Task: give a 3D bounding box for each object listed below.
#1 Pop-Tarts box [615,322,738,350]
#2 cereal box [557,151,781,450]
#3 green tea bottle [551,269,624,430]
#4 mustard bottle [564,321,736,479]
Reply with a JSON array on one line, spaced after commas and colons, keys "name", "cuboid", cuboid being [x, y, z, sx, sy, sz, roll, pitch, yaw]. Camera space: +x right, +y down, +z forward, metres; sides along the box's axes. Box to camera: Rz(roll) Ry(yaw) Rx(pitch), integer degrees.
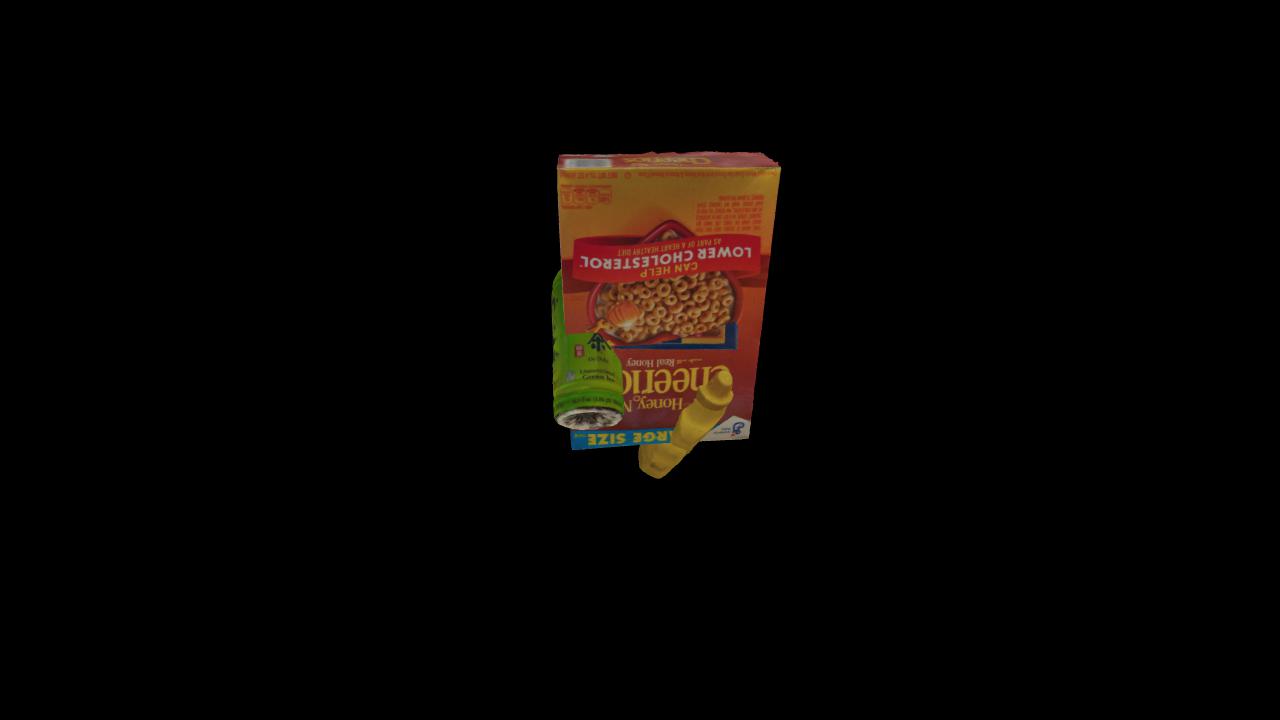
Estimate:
[{"name": "Pop-Tarts box", "cuboid": [0.027, -0.051, 0.688, 0.141, 0.083, 0.167, 0, 1, -2]}, {"name": "cereal box", "cuboid": [0.023, -0.051, 0.634, 0.203, 0.306, 0.081, -2, 29, -6]}, {"name": "green tea bottle", "cuboid": [-0.057, -0.036, 0.638, 0.073, 0.212, 0.073, -4, -25, -2]}, {"name": "mustard bottle", "cuboid": [0.056, 0.063, 0.700, 0.054, 0.092, 0.184, 34, -38, 0]}]
